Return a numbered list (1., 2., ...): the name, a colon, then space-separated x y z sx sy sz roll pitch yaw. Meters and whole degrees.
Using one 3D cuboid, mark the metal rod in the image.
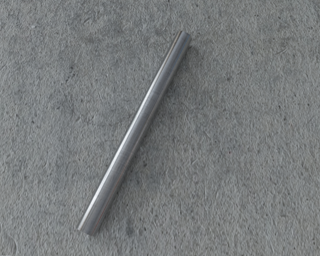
1. metal rod: -0.026 -0.006 0.410 0.025 0.025 0.300 23 71 8
